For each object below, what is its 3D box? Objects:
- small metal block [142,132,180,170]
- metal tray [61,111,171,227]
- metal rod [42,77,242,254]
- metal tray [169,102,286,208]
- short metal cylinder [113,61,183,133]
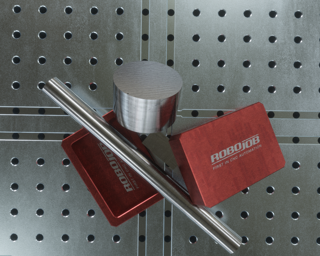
[{"bbox_3d":[0.005,0.025,0.396,0.050,0.050,0.025,41,90,0],"label":"small metal block"},{"bbox_3d":[-0.055,0.050,0.406,0.090,0.030,0.130,-32,90,0],"label":"metal tray"},{"bbox_3d":[-0.021,0.046,0.379,0.300,0.025,0.025,41,90,-1],"label":"metal rod"},{"bbox_3d":[0.086,0.030,0.382,0.131,0.030,0.090,-21,90,-25],"label":"metal tray"},{"bbox_3d":[-0.016,-0.039,0.376,0.080,0.080,0.050,8,132,0],"label":"short metal cylinder"}]
